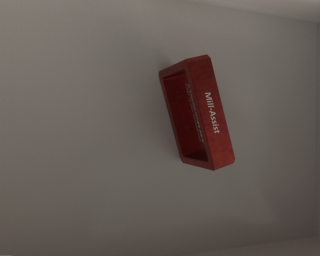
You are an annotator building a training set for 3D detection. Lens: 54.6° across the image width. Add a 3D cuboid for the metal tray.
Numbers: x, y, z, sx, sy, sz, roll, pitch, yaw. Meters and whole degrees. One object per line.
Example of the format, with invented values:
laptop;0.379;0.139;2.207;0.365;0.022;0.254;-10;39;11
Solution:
metal tray;0.043;-0.017;0.388;0.030;0.090;0.129;-17;96;-20
